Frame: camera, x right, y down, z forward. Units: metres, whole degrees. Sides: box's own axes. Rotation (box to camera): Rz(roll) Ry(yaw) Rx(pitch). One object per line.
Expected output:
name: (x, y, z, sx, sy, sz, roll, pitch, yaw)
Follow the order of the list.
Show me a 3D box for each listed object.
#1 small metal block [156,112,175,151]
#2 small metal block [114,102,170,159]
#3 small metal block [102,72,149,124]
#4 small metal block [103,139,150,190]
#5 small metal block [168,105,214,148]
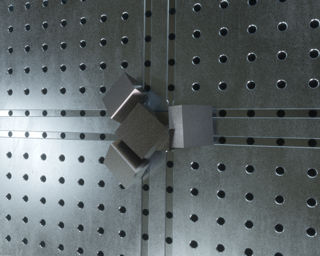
small metal block: (-0.007, 0.003, 0.416, 0.050, 0.025, 0.050, 2, 93, 20)
small metal block: (-0.020, 0.003, 0.393, 0.050, 0.025, 0.050, 43, 103, 14)
small metal block: (-0.047, -0.040, 0.417, 0.050, 0.025, 0.050, -48, 40, 13)
small metal block: (-0.046, 0.047, 0.416, 0.050, 0.025, 0.050, 47, 142, 14)
small metal block: (0.039, -0.002, 0.383, 0.025, 0.050, 0.050, -4, 88, 53)
